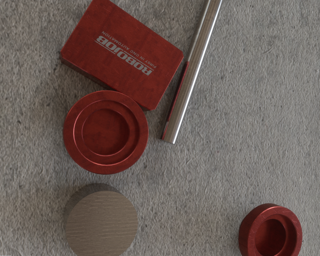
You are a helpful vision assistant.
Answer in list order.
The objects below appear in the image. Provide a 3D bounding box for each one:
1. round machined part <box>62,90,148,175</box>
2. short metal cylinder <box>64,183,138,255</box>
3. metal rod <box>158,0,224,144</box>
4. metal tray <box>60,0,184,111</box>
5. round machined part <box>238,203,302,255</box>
[{"bbox_3d":[-0.067,0.005,0.376,0.099,0.042,0.097,0,90,-21],"label":"round machined part"},{"bbox_3d":[-0.072,0.110,0.370,0.081,0.050,0.079,0,90,-21],"label":"short metal cylinder"},{"bbox_3d":[0.057,-0.122,0.430,0.025,0.025,0.299,21,83,-19],"label":"metal rod"},{"bbox_3d":[-0.046,-0.090,0.390,0.131,0.030,0.090,31,80,-18],"label":"metal tray"},{"bbox_3d":[0.158,0.160,0.460,0.099,0.042,0.097,0,90,-21],"label":"round machined part"}]
